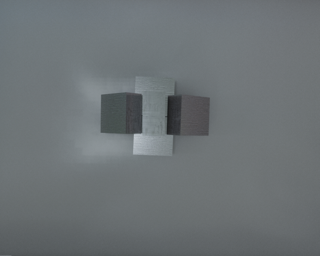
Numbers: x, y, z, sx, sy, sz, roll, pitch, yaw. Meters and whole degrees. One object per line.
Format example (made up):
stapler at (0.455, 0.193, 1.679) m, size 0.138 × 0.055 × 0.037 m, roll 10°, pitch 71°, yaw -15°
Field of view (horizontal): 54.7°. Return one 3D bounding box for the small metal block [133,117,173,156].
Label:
small metal block at (-0.008, 0.010, 0.409) m, size 0.050 × 0.025 × 0.050 m, roll 3°, pitch 90°, yaw 0°

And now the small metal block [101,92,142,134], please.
small metal block at (-0.050, -0.018, 0.395) m, size 0.050 × 0.025 × 0.050 m, roll 1°, pitch 90°, yaw 43°

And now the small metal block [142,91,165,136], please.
small metal block at (-0.007, -0.016, 0.371) m, size 0.025 × 0.050 × 0.050 m, roll 1°, pitch 90°, yaw -1°

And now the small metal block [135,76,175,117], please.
small metal block at (-0.007, -0.040, 0.409) m, size 0.050 × 0.025 × 0.050 m, roll 3°, pitch 90°, yaw -1°

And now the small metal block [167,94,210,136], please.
small metal block at (0.037, -0.016, 0.398) m, size 0.050 × 0.025 × 0.050 m, roll 1°, pitch 91°, yaw -39°
